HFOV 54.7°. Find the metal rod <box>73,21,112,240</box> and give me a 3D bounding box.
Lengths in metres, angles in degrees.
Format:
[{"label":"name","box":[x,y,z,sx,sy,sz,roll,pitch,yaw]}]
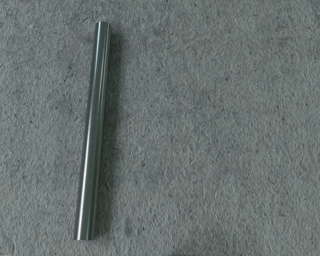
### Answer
[{"label":"metal rod","box":[-0.086,-0.010,0.410,0.025,0.025,0.299,1,70,0]}]
